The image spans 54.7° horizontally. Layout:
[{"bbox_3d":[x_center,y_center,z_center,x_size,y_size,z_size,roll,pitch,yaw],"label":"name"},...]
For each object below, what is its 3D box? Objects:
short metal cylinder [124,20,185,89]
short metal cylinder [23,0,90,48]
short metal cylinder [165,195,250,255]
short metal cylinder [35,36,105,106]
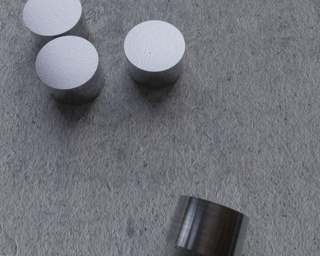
[{"bbox_3d":[-0.007,-0.101,0.432,0.081,0.050,0.080,0,70,0],"label":"short metal cylinder"},{"bbox_3d":[-0.148,-0.152,0.449,0.081,0.050,0.080,0,70,0],"label":"short metal cylinder"},{"bbox_3d":[0.052,0.112,0.338,0.080,0.080,0.050,18,71,6],"label":"short metal cylinder"},{"bbox_3d":[-0.120,-0.077,0.422,0.081,0.050,0.080,0,70,0],"label":"short metal cylinder"}]
